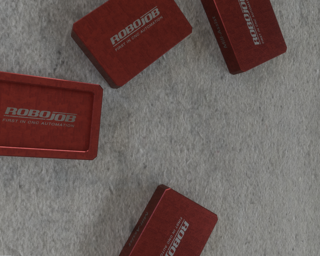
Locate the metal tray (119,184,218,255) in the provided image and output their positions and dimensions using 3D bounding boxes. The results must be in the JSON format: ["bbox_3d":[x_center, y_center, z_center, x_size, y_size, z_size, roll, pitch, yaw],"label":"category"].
[{"bbox_3d":[0.009,0.153,0.411,0.090,0.030,0.130,33,79,-17],"label":"metal tray"}]

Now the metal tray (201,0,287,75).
[{"bbox_3d":[0.123,-0.155,0.453,0.091,0.030,0.129,-27,99,-18],"label":"metal tray"}]

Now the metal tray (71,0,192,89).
[{"bbox_3d":[-0.034,-0.123,0.395,0.130,0.030,0.090,-41,103,-16],"label":"metal tray"}]

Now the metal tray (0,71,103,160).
[{"bbox_3d":[-0.137,-0.012,0.356,0.131,0.030,0.089,5,88,-20],"label":"metal tray"}]
